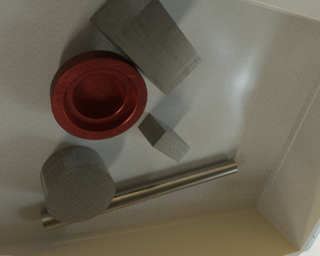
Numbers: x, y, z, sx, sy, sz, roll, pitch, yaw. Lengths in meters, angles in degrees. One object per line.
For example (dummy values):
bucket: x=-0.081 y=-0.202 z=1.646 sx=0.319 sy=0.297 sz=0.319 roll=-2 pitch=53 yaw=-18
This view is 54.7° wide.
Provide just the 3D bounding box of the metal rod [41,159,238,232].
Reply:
metal rod: x=-0.015 y=0.093 z=0.459 sx=0.303 sy=0.025 sz=0.025 roll=-12 pitch=124 yaw=-22

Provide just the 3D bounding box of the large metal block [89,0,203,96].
large metal block: x=-0.015 y=-0.089 z=0.311 sx=0.050 sy=0.080 sz=0.080 roll=-45 pitch=130 yaw=3

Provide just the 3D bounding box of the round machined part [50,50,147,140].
round machined part: x=-0.067 y=-0.038 z=0.333 sx=0.099 sy=0.042 sz=0.097 roll=-12 pitch=129 yaw=-15

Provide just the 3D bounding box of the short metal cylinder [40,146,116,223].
short metal cylinder: x=-0.101 y=0.069 z=0.381 sx=0.081 sy=0.050 sz=0.079 roll=-14 pitch=125 yaw=-21

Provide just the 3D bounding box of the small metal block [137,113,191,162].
small metal block: x=0.005 y=0.013 z=0.405 sx=0.050 sy=0.050 sz=0.025 roll=34 pitch=99 yaw=-39
